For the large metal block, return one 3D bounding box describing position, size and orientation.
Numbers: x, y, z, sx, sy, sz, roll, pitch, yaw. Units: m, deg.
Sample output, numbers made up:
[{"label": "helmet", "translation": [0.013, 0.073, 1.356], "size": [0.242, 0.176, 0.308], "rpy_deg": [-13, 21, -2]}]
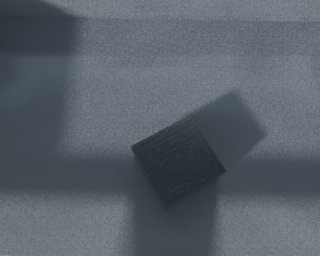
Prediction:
[{"label": "large metal block", "translation": [0.021, 0.044, 0.381], "size": [0.080, 0.050, 0.080], "rpy_deg": [-28, 73, -10]}]
